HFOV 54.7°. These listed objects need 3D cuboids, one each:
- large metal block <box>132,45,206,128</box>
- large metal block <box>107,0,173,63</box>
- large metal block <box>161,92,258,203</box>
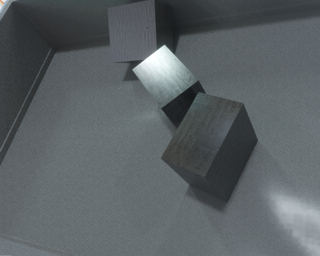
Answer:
[{"bbox_3d":[0.020,-0.043,0.386,0.050,0.080,0.080,-37,51,3],"label":"large metal block"},{"bbox_3d":[-0.029,-0.141,0.467,0.080,0.050,0.079,2,100,29],"label":"large metal block"},{"bbox_3d":[0.057,0.022,0.327,0.050,0.080,0.080,20,72,35],"label":"large metal block"}]
